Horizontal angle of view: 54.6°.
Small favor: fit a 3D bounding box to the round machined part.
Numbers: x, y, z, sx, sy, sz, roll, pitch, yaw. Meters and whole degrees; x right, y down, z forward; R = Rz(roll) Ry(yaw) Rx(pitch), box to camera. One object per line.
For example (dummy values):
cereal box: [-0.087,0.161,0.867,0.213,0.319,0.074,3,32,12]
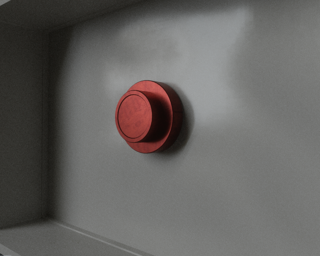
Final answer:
round machined part: [-0.021,-0.015,0.411,0.098,0.042,0.097,0,90,40]
